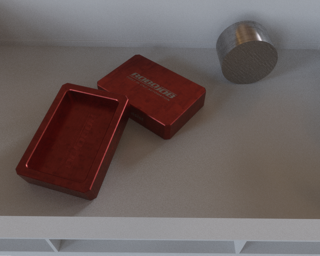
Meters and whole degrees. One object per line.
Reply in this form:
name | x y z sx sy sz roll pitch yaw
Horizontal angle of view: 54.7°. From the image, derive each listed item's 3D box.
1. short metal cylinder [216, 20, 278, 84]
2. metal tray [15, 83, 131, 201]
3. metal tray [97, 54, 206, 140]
short metal cylinder | 0.129 -0.112 0.465 0.081 0.080 0.050 -2 50 -2
metal tray | -0.099 0.012 0.374 0.090 0.030 0.130 13 62 10
metal tray | -0.013 -0.049 0.443 0.130 0.030 0.090 32 56 23
